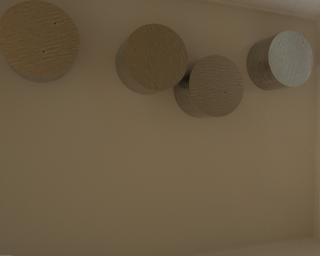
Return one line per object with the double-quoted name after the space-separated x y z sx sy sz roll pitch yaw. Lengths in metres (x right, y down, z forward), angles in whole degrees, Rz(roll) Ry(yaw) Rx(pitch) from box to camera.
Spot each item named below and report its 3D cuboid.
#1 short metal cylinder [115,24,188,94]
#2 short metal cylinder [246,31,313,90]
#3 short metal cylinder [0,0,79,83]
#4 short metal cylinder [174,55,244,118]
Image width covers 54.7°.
-0.012 -0.085 0.393 0.081 0.050 0.080 0 90 -20 "short metal cylinder"
0.178 -0.098 0.462 0.081 0.050 0.080 0 90 -20 "short metal cylinder"
-0.134 -0.094 0.347 0.081 0.050 0.080 0 90 -20 "short metal cylinder"
0.065 -0.054 0.421 0.081 0.050 0.080 0 90 -20 "short metal cylinder"
